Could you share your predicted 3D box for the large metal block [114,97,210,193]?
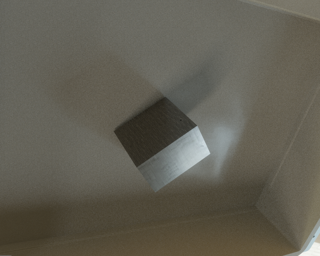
[{"bbox_3d":[0.001,0.017,0.382,0.080,0.080,0.050,-34,129,-6],"label":"large metal block"}]
